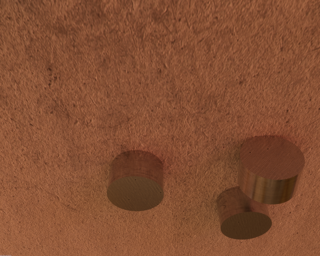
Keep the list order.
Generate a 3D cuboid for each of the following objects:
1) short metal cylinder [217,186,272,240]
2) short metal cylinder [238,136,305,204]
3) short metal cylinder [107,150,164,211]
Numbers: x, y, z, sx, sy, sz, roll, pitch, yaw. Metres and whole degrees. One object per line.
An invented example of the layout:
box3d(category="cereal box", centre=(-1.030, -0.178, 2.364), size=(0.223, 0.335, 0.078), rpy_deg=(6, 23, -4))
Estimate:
box3d(category="short metal cylinder", centre=(0.137, 0.141, 0.512), size=(0.081, 0.050, 0.079), rpy_deg=(0, 130, 0))
box3d(category="short metal cylinder", centre=(0.148, 0.055, 0.419), size=(0.080, 0.080, 0.050), rpy_deg=(-4, 130, 3))
box3d(category="short metal cylinder", centre=(-0.035, 0.078, 0.457), size=(0.081, 0.050, 0.079), rpy_deg=(0, 130, 0))
